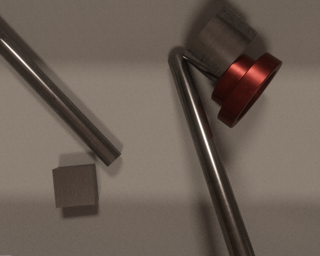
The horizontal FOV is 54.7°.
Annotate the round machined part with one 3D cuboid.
[{"bbox_3d":[0.100,-0.051,0.378,0.042,0.098,0.098,39,90,14],"label":"round machined part"}]

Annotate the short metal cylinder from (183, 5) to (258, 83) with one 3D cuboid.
[{"bbox_3d":[0.074,-0.103,0.385,0.050,0.080,0.080,41,90,0],"label":"short metal cylinder"}]

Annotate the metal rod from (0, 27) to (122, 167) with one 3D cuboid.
[{"bbox_3d":[-0.163,-0.066,0.409,0.025,0.025,0.300,-44,91,0],"label":"metal rod"}]

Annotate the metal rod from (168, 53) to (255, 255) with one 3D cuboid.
[{"bbox_3d":[0.059,0.041,0.356,0.025,0.025,0.299,-15,68,0],"label":"metal rod"}]

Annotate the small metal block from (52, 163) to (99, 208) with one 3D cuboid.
[{"bbox_3d":[-0.111,0.076,0.410,0.050,0.025,0.050,-6,90,-1],"label":"small metal block"}]
